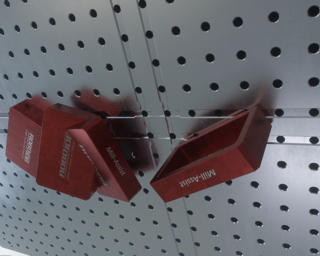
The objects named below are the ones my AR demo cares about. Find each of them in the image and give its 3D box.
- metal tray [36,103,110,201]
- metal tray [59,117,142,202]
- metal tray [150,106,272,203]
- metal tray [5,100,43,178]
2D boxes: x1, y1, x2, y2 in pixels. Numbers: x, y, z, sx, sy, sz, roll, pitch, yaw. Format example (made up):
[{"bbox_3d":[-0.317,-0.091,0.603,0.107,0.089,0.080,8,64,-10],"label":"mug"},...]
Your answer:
[{"bbox_3d":[-0.133,0.037,0.470,0.090,0.030,0.129,17,109,6],"label":"metal tray"},{"bbox_3d":[-0.091,0.047,0.465,0.090,0.030,0.130,-2,122,49],"label":"metal tray"},{"bbox_3d":[0.058,0.031,0.358,0.130,0.090,0.030,-30,102,38],"label":"metal tray"},{"bbox_3d":[-0.221,0.026,0.542,0.090,0.030,0.129,33,129,6],"label":"metal tray"}]
